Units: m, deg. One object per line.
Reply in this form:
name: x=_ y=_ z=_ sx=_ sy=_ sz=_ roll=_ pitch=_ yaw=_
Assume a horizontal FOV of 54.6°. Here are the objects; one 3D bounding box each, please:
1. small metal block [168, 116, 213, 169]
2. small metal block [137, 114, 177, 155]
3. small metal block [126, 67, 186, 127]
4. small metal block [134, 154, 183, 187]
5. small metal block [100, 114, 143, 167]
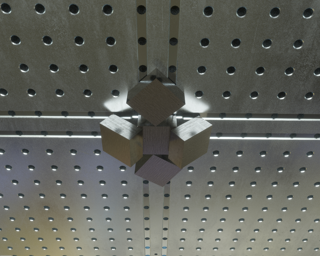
small metal block: x=0.039 y=0.019 z=0.410 sx=0.050 sy=0.025 sz=0.050 roll=-27 pitch=139 yaw=-31
small metal block: x=-0.004 y=0.009 z=0.418 sx=0.050 sy=0.025 sz=0.050 roll=1 pitch=129 yaw=-1
small metal block: x=-0.005 y=-0.037 z=0.380 sx=0.050 sy=0.025 sz=0.050 roll=-37 pitch=121 yaw=26
small metal block: x=-0.002 y=0.055 z=0.457 sx=0.050 sy=0.025 sz=0.050 roll=28 pitch=125 yaw=-20
small metal block: x=-0.050 y=0.016 z=0.408 sx=0.050 sy=0.025 sz=0.050 roll=27 pitch=137 yaw=25
